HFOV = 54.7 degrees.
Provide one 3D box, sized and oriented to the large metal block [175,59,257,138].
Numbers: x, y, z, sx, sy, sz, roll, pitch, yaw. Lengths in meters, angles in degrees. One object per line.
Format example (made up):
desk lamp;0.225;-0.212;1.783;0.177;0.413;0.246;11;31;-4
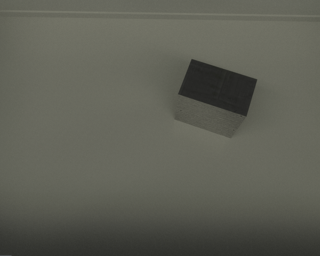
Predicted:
large metal block;0.067;-0.034;0.394;0.080;0.080;0.050;19;71;6
